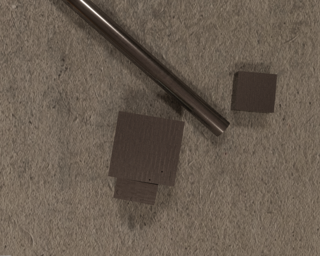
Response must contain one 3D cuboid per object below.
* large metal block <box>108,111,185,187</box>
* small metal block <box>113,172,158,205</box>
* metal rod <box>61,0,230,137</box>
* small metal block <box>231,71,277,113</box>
[{"bbox_3d":[-0.016,0.025,0.397,0.080,0.050,0.080,9,90,-1],"label":"large metal block"},{"bbox_3d":[-0.029,0.076,0.397,0.050,0.050,0.025,11,91,-1],"label":"small metal block"},{"bbox_3d":[-0.029,-0.097,0.409,0.300,0.025,0.025,41,90,-1],"label":"metal rod"},{"bbox_3d":[0.124,-0.047,0.412,0.050,0.025,0.050,5,90,-1],"label":"small metal block"}]
